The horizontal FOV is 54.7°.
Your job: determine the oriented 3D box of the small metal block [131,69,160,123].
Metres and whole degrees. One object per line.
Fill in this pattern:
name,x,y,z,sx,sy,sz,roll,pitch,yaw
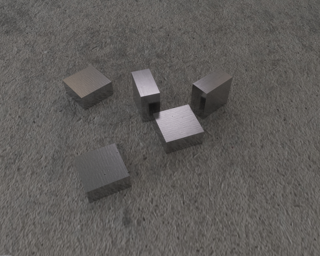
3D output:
small metal block,-0.019,-0.044,0.424,0.025,0.050,0.050,-13,51,-11

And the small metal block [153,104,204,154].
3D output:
small metal block,0.023,0.001,0.402,0.050,0.025,0.050,-15,52,-13

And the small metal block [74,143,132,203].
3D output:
small metal block,-0.067,0.051,0.359,0.050,0.025,0.050,-19,53,-16

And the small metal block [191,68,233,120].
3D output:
small metal block,0.070,-0.047,0.427,0.050,0.050,0.025,-34,58,-25

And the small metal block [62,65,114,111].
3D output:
small metal block,-0.105,-0.060,0.452,0.050,0.025,0.050,-35,58,-26
